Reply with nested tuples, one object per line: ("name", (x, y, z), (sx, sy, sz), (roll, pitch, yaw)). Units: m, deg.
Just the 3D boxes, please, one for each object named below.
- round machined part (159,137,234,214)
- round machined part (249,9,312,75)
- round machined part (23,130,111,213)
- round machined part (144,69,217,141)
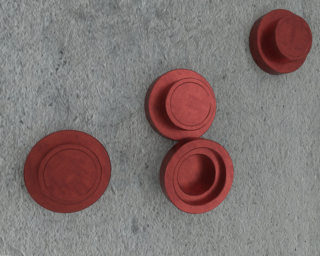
("round machined part", (0.045, 0.060, 0.413), (0.099, 0.042, 0.097), (-2, 96, -20))
("round machined part", (0.189, -0.132, 0.469), (0.099, 0.042, 0.097), (0, 90, -20))
("round machined part", (-0.106, 0.051, 0.361), (0.099, 0.042, 0.097), (0, 90, -20))
("round machined part", (0.032, -0.030, 0.412), (0.099, 0.042, 0.097), (0, 90, -20))
